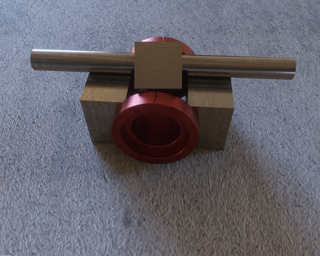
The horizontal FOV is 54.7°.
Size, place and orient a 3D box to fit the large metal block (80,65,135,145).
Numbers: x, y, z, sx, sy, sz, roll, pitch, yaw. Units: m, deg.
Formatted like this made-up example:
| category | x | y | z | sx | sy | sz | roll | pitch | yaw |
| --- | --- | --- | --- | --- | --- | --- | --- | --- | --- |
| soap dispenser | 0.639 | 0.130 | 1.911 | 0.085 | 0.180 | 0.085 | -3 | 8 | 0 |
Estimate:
| category | x | y | z | sx | sy | sz | roll | pitch | yaw |
| --- | --- | --- | --- | --- | --- | --- | --- | --- | --- |
| large metal block | -0.060 | -0.035 | 0.398 | 0.050 | 0.080 | 0.080 | 3 | 50 | 3 |

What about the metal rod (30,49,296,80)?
| category | x | y | z | sx | sy | sz | roll | pitch | yaw |
| --- | --- | --- | --- | --- | --- | --- | --- | --- | --- |
| metal rod | 0.002 | -0.075 | 0.364 | 0.302 | 0.025 | 0.025 | 2 | 50 | 2 |

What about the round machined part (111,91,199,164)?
| category | x | y | z | sx | sy | sz | roll | pitch | yaw |
| --- | --- | --- | --- | --- | --- | --- | --- | --- | --- |
| round machined part | -0.004 | -0.005 | 0.361 | 0.099 | 0.097 | 0.042 | 4 | 45 | 3 |

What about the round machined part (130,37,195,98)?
| category | x | y | z | sx | sy | sz | roll | pitch | yaw |
| --- | --- | --- | --- | --- | --- | --- | --- | --- | --- |
| round machined part | 0.002 | -0.069 | 0.415 | 0.099 | 0.097 | 0.042 | 3 | 51 | 2 |

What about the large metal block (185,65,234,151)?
| category | x | y | z | sx | sy | sz | roll | pitch | yaw |
| --- | --- | --- | --- | --- | --- | --- | --- | --- | --- |
| large metal block | 0.058 | -0.028 | 0.393 | 0.050 | 0.080 | 0.080 | 3 | 50 | 2 |

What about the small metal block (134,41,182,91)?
| category | x | y | z | sx | sy | sz | roll | pitch | yaw |
| --- | --- | --- | --- | --- | --- | --- | --- | --- | --- |
| small metal block | -0.001 | -0.067 | 0.339 | 0.050 | 0.025 | 0.050 | 0 | 90 | 2 |
